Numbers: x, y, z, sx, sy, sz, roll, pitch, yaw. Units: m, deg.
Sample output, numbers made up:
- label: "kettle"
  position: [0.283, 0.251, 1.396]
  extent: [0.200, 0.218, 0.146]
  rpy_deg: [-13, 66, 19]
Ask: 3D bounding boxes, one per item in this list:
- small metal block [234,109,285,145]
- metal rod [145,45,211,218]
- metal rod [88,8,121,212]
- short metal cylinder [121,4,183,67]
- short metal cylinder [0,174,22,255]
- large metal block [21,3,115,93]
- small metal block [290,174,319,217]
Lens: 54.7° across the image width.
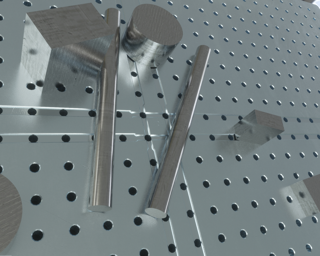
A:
- label: "small metal block"
  position: [0.150, 0.000, 0.473]
  extent: [0.050, 0.050, 0.025]
  rpy_deg: [13, 57, -22]
- label: "metal rod"
  position: [0.035, -0.018, 0.437]
  extent: [0.025, 0.025, 0.300]
  rpy_deg: [28, 52, -11]
- label: "metal rod"
  position: [-0.067, -0.045, 0.398]
  extent: [0.025, 0.025, 0.299]
  rpy_deg: [12, 57, -22]
- label: "short metal cylinder"
  position: [-0.013, -0.140, 0.470]
  extent: [0.081, 0.050, 0.080]
  rpy_deg: [14, 56, -21]
- label: "short metal cylinder"
  position: [-0.160, 0.079, 0.258]
  extent: [0.081, 0.050, 0.080]
  rpy_deg: [14, 56, -21]
- label: "large metal block"
  position: [-0.112, -0.096, 0.371]
  extent: [0.081, 0.080, 0.050]
  rpy_deg: [-28, 78, -37]
- label: "small metal block"
  position: [0.236, 0.102, 0.473]
  extent: [0.050, 0.025, 0.050]
  rpy_deg: [-8, 66, -32]
